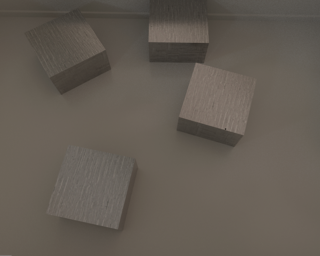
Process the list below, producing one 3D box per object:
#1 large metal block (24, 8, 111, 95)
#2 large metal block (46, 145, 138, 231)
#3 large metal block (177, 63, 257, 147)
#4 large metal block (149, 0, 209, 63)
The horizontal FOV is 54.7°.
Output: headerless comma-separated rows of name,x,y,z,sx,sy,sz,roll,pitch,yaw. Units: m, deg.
large metal block,-0.127,-0.107,0.434,0.080,0.050,0.080,-30,73,-11
large metal block,-0.076,0.072,0.369,0.080,0.050,0.080,11,70,4
large metal block,0.073,-0.030,0.408,0.080,0.050,0.080,16,71,5
large metal block,0.025,-0.143,0.449,0.081,0.050,0.080,1,70,0
